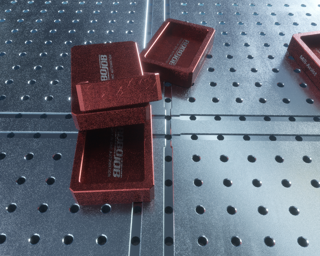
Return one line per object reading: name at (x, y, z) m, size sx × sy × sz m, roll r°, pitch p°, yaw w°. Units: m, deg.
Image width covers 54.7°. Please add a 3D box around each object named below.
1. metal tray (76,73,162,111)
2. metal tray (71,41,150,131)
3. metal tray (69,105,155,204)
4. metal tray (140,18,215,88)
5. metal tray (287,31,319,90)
metal tray at (-0.053, -0.050, 0.397) m, size 0.091 × 0.030 × 0.130 m, roll -9°, pitch 12°, yaw -8°
metal tray at (-0.068, -0.060, 0.408) m, size 0.091 × 0.030 × 0.130 m, roll -7°, pitch 52°, yaw -8°
metal tray at (-0.054, 0.026, 0.381) m, size 0.091 × 0.030 × 0.130 m, roll -2°, pitch 50°, yaw -2°
metal tray at (0.029, -0.128, 0.512) m, size 0.090 × 0.030 × 0.130 m, roll 18°, pitch 52°, yaw 14°
metal tray at (0.279, -0.108, 0.498) m, size 0.091 × 0.030 × 0.130 m, roll -10°, pitch 51°, yaw -9°
